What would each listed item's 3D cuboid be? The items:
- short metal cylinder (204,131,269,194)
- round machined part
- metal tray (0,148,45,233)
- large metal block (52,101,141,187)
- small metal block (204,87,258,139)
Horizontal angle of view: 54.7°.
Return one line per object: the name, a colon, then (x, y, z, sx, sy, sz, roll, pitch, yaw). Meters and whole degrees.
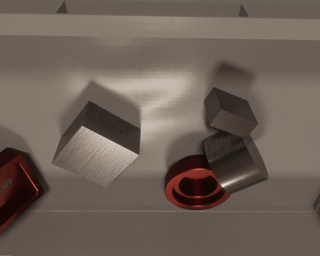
short metal cylinder: (0.101, 0.040, 0.409, 0.050, 0.080, 0.080, -28, 125, 21)
round machined part: (0.056, 0.078, 0.464, 0.099, 0.042, 0.097, 0, 131, 0)
metal tray: (-0.235, 0.101, 0.427, 0.030, 0.131, 0.089, 20, 139, 31)
large metal block: (-0.083, 0.024, 0.412, 0.080, 0.050, 0.080, 30, 124, -24)
small metal block: (0.085, -0.019, 0.377, 0.050, 0.050, 0.025, 19, 124, -16)
